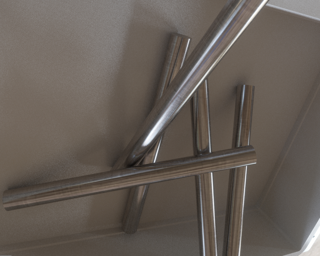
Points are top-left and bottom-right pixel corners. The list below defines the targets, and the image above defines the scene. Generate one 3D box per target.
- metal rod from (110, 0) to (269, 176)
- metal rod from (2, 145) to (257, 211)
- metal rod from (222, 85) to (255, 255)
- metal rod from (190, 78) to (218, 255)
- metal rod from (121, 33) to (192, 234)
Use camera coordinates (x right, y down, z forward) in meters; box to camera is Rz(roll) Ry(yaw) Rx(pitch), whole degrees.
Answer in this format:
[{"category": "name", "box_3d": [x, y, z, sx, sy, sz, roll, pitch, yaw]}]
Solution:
[{"category": "metal rod", "box_3d": [0.010, -0.023, 0.319, 0.025, 0.025, 0.298, 4, 143, -31]}, {"category": "metal rod", "box_3d": [-0.032, 0.059, 0.377, 0.302, 0.025, 0.025, -10, 124, -5]}, {"category": "metal rod", "box_3d": [0.111, 0.088, 0.445, 0.025, 0.025, 0.298, 4, 91, -31]}, {"category": "metal rod", "box_3d": [0.060, 0.080, 0.415, 0.025, 0.025, 0.298, -7, 97, -25]}, {"category": "metal rod", "box_3d": [-0.011, 0.024, 0.418, 0.025, 0.025, 0.298, 1, 118, -29]}]
